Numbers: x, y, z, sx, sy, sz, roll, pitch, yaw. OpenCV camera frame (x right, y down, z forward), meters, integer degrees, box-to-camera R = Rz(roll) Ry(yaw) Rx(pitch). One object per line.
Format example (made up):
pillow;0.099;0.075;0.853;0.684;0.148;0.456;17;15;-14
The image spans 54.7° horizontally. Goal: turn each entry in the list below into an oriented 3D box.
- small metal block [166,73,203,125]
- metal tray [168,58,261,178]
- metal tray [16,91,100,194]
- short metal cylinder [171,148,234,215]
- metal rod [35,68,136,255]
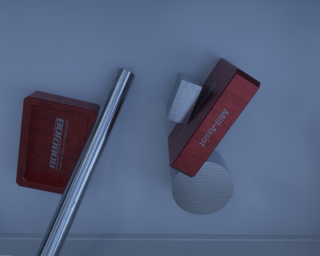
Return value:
small metal block;0.028;-0.038;0.385;0.025;0.050;0.050;19;109;-7
metal tray;0.057;-0.015;0.371;0.030;0.090;0.129;30;107;-11
metal tray;-0.136;0.024;0.415;0.091;0.030;0.129;13;110;-5
short metal cylinder;0.056;0.071;0.425;0.081;0.050;0.079;0;110;-1
metal rod;-0.099;0.068;0.374;0.025;0.025;0.299;23;85;-9
